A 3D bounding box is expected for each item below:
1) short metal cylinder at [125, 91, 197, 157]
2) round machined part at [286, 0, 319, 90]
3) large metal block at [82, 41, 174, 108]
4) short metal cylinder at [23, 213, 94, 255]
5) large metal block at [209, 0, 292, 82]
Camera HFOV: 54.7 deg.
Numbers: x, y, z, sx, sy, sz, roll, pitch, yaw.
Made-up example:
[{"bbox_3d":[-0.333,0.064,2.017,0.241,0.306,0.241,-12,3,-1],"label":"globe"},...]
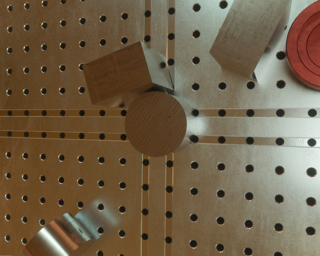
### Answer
[{"bbox_3d":[0.002,-0.005,0.398,0.080,0.050,0.080,0,90,20],"label":"short metal cylinder"},{"bbox_3d":[0.189,-0.088,0.337,0.098,0.042,0.097,0,90,20],"label":"round machined part"},{"bbox_3d":[-0.038,-0.063,0.397,0.080,0.080,0.050,-17,84,19],"label":"large metal block"},{"bbox_3d":[-0.140,0.166,0.433,0.050,0.080,0.080,43,103,15],"label":"short metal cylinder"},{"bbox_3d":[0.103,-0.103,0.347,0.050,0.080,0.080,28,99,18],"label":"large metal block"}]
